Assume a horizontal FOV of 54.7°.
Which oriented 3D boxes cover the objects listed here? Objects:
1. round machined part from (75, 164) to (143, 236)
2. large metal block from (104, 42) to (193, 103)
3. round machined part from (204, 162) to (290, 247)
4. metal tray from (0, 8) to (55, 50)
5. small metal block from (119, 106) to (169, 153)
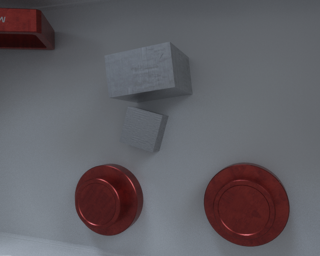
[{"bbox_3d":[-0.076,0.100,0.427,0.098,0.042,0.097,0,90,19],"label":"round machined part"},{"bbox_3d":[-0.011,-0.064,0.384,0.080,0.080,0.050,-7,88,19],"label":"large metal block"},{"bbox_3d":[0.100,0.092,0.366,0.098,0.042,0.097,0,90,19],"label":"round machined part"},{"bbox_3d":[-0.221,-0.134,0.425,0.131,0.090,0.030,-1,90,-8],"label":"metal tray"},{"bbox_3d":[-0.022,0.001,0.417,0.050,0.025,0.050,16,95,19],"label":"small metal block"}]
